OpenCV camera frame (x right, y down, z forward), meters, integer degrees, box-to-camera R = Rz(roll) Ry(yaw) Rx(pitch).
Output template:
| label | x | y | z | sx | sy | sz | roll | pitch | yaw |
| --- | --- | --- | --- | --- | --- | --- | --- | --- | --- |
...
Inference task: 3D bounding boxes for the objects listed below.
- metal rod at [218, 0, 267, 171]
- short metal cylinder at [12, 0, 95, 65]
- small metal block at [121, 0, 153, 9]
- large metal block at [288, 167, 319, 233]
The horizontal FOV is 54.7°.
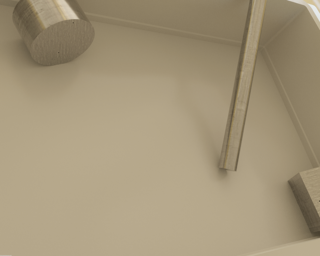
| label | x | y | z | sx | sy | sz | roll | pitch | yaw |
| --- | --- | --- | --- | --- | --- | --- | --- | --- | --- |
| metal rod | 0.125 | -0.086 | 0.450 | 0.025 | 0.025 | 0.299 | 16 | 80 | -20 |
| short metal cylinder | -0.128 | -0.121 | 0.376 | 0.081 | 0.080 | 0.050 | -22 | 74 | -36 |
| small metal block | -0.042 | -0.236 | 0.531 | 0.050 | 0.025 | 0.050 | 2 | 61 | -28 |
| large metal block | 0.246 | 0.097 | 0.445 | 0.080 | 0.050 | 0.080 | -15 | 67 | -3 |
